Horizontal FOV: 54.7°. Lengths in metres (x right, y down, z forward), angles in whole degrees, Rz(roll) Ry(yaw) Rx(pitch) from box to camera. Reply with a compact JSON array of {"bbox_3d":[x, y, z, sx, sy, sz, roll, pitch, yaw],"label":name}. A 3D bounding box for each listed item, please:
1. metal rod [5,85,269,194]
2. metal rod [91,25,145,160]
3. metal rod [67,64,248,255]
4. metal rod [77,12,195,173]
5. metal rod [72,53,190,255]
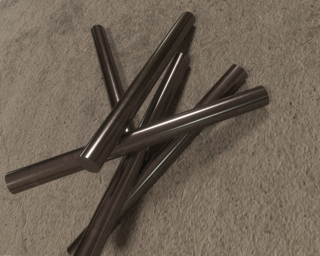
[{"bbox_3d":[-0.020,0.011,0.351,0.302,0.025,0.025,-19,52,-5],"label":"metal rod"},{"bbox_3d":[-0.073,-0.068,0.481,0.025,0.025,0.299,-28,52,10],"label":"metal rod"},{"bbox_3d":[0.001,0.038,0.378,0.300,0.025,0.025,-48,52,-6],"label":"metal rod"},{"bbox_3d":[-0.013,-0.068,0.393,0.025,0.025,0.301,3,45,29],"label":"metal rod"},{"bbox_3d":[-0.024,0.021,0.376,0.025,0.025,0.300,7,57,31],"label":"metal rod"}]
